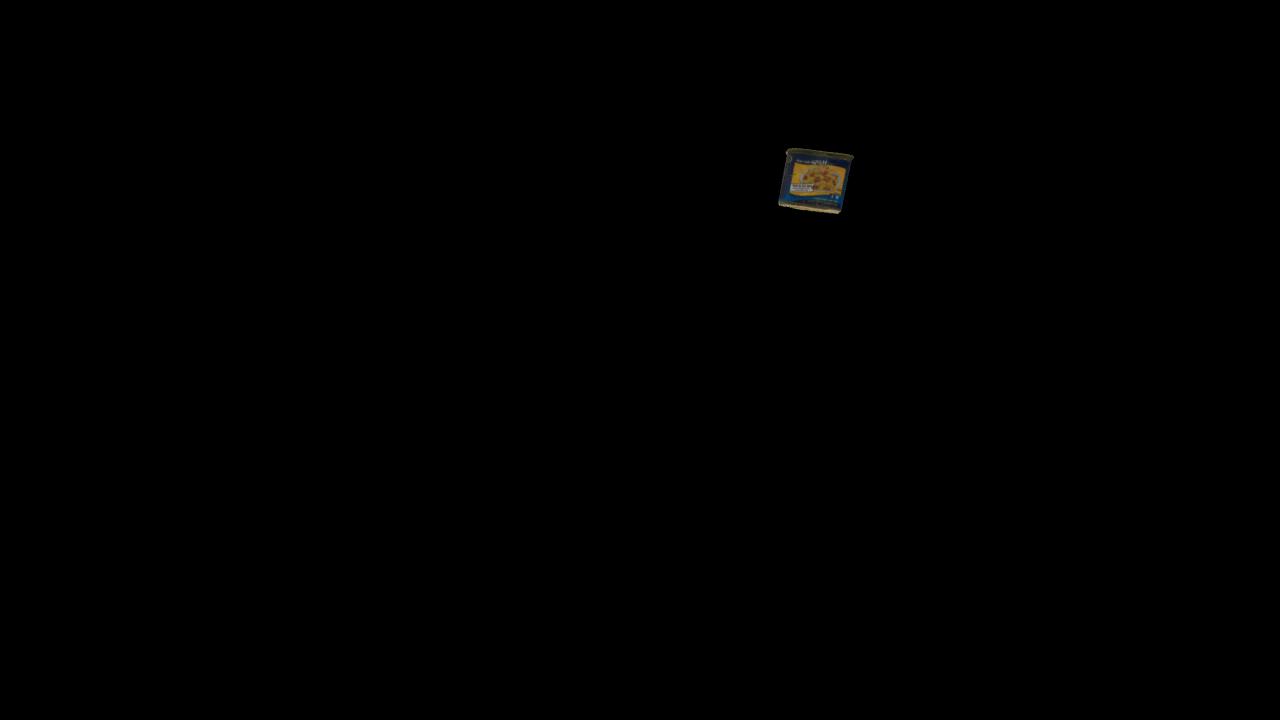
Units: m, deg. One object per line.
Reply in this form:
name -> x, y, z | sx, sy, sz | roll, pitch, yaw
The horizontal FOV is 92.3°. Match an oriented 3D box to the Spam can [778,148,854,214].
Spam can -> 0.272, -0.278, 0.961 | 0.101, 0.085, 0.058 | 10, 10, 8
